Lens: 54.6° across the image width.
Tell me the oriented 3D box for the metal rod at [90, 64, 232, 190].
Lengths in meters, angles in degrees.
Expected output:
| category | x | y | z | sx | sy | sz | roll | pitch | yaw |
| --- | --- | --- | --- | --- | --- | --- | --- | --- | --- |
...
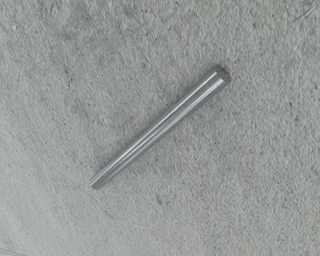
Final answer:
| category | x | y | z | sx | sy | sz | roll | pitch | yaw |
| --- | --- | --- | --- | --- | --- | --- | --- | --- | --- |
| metal rod | -0.019 | 0.017 | 0.430 | 0.025 | 0.025 | 0.299 | 46 | 129 | -4 |
